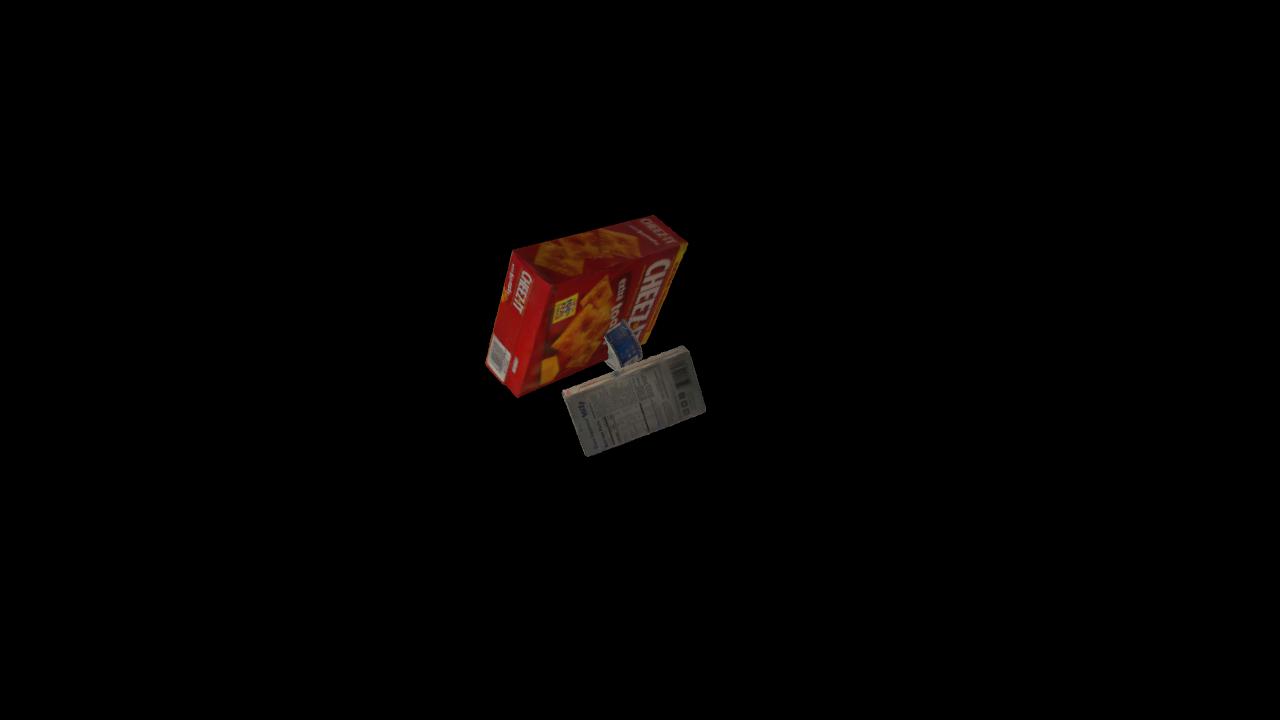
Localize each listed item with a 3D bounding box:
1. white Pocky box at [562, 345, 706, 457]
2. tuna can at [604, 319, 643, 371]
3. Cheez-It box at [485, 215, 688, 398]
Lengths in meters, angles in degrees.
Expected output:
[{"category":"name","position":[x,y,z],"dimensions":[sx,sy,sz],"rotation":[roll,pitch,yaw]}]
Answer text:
[{"category":"white Pocky box","position":[-0.005,0.048,0.717],"dimensions":[0.154,0.084,0.028],"rotation":[-20,22,-7]},{"category":"tuna can","position":[-0.035,-0.026,0.756],"dimensions":[0.034,0.084,0.084],"rotation":[-35,10,-15]},{"category":"Cheez-It box","position":[-0.059,-0.066,0.712],"dimensions":[0.071,0.166,0.223],"rotation":[43,42,21]}]
